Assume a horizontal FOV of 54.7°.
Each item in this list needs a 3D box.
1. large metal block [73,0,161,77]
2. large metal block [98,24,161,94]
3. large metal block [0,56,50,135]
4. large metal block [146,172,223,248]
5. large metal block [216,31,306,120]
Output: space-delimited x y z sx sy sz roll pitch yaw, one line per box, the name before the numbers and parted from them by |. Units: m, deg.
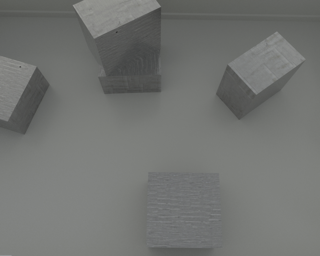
large metal block | -0.046 -0.118 0.370 0.080 0.080 0.050 -29 73 -10
large metal block | -0.040 -0.096 0.431 0.081 0.050 0.080 -2 70 -1
large metal block | -0.209 -0.046 0.411 0.080 0.050 0.080 17 71 5
large metal block | 0.026 0.096 0.361 0.081 0.050 0.080 1 70 0
large metal block | 0.127 -0.065 0.406 0.080 0.080 0.050 -34 74 -12
